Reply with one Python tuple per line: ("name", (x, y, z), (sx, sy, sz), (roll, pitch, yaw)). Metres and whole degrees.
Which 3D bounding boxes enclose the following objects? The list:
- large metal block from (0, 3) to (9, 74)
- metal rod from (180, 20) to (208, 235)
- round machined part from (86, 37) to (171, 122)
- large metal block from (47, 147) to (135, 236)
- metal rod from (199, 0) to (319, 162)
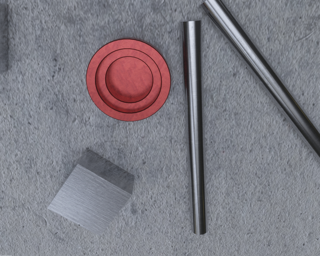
("large metal block", (-0.226, -0.107, 0.354), (0.081, 0.050, 0.079), (8, 110, -4))
("metal rod", (0.048, 0.013, 0.415), (0.025, 0.025, 0.298), (-4, 110, 1))
("round machined part", (-0.037, -0.060, 0.378), (0.099, 0.042, 0.097), (0, 110, -1))
("large metal block", (-0.092, 0.088, 0.428), (0.080, 0.050, 0.080), (33, 106, -12))
("metal rod", (0.154, -0.044, 0.395), (0.025, 0.025, 0.300), (-39, 106, 13))
